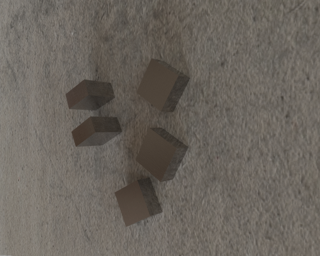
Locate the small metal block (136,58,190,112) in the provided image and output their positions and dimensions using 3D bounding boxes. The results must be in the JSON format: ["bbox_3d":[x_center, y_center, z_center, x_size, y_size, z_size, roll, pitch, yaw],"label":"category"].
[{"bbox_3d":[0.003,-0.055,0.400,0.050,0.025,0.050,40,114,32],"label":"small metal block"}]

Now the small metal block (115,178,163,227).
[{"bbox_3d":[-0.030,0.102,0.428,0.050,0.025,0.050,-34,70,34],"label":"small metal block"}]

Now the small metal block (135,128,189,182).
[{"bbox_3d":[0.002,0.034,0.402,0.050,0.025,0.050,36,112,33],"label":"small metal block"}]

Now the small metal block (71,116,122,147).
[{"bbox_3d":[-0.095,0.006,0.464,0.050,0.050,0.025,-32,70,35],"label":"small metal block"}]

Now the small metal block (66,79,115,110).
[{"bbox_3d":[-0.106,-0.049,0.474,0.050,0.050,0.025,-27,73,36],"label":"small metal block"}]
